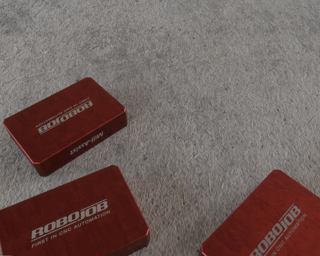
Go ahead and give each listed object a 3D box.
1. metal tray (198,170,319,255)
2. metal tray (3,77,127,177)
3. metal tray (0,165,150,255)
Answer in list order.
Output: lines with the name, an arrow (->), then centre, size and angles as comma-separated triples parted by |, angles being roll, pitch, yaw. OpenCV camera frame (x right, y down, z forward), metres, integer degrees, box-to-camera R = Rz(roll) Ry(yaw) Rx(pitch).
metal tray -> 0.114, 0.112, 0.307 | 0.131, 0.030, 0.090 | -36, 59, -27
metal tray -> -0.120, -0.007, 0.405 | 0.131, 0.030, 0.090 | -34, 58, -26
metal tray -> -0.087, 0.101, 0.314 | 0.131, 0.030, 0.090 | -21, 53, -17
